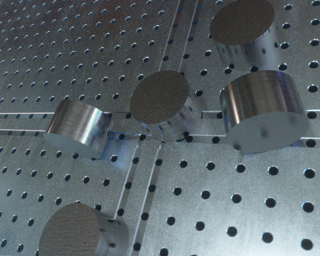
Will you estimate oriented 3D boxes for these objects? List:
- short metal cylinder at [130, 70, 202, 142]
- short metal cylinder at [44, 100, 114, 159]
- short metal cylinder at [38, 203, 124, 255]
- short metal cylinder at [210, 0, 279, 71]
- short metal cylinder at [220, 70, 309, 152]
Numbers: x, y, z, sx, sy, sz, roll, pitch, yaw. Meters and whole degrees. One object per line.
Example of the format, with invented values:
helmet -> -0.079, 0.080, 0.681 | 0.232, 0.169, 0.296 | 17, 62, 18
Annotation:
short metal cylinder -> 0.008, -0.028, 0.404 | 0.080, 0.050, 0.080 | -13, 56, 20
short metal cylinder -> -0.110, 0.003, 0.427 | 0.080, 0.080, 0.050 | 5, 65, 30
short metal cylinder -> -0.090, 0.133, 0.356 | 0.080, 0.050, 0.080 | -13, 56, 20
short metal cylinder -> 0.112, -0.123, 0.408 | 0.080, 0.050, 0.080 | -13, 56, 20
short metal cylinder -> 0.107, -0.015, 0.326 | 0.080, 0.080, 0.050 | -15, 56, 19
